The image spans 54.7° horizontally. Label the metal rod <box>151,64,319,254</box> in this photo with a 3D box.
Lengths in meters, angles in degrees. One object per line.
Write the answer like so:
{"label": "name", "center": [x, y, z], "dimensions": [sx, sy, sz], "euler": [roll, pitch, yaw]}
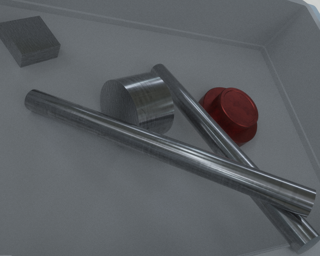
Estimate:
{"label": "metal rod", "center": [0.061, 0.007, 0.360], "dimensions": [0.025, 0.025, 0.300], "euler": [-3, 39, -30]}

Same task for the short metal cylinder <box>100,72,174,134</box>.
{"label": "short metal cylinder", "center": [-0.029, -0.023, 0.370], "dimensions": [0.050, 0.080, 0.080], "euler": [-20, 73, -36]}

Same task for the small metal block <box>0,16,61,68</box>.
{"label": "small metal block", "center": [-0.162, -0.108, 0.385], "dimensions": [0.050, 0.025, 0.050], "euler": [-30, 78, -38]}

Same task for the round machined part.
{"label": "round machined part", "center": [0.109, -0.022, 0.469], "dimensions": [0.099, 0.042, 0.098], "euler": [14, 56, -21]}

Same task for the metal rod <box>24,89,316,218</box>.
{"label": "metal rod", "center": [-0.009, 0.016, 0.305], "dimensions": [0.301, 0.025, 0.025], "euler": [19, 49, 18]}
